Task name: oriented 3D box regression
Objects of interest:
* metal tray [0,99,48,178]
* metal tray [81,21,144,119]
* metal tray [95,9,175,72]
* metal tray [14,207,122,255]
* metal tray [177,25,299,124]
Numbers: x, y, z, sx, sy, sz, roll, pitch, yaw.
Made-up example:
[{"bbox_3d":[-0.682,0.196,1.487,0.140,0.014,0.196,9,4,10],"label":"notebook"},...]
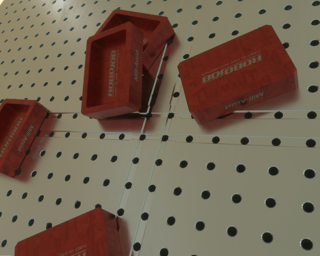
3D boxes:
[{"bbox_3d":[-0.259,0.013,0.529,0.090,0.030,0.130,5,64,30],"label":"metal tray"},{"bbox_3d":[-0.071,-0.084,0.464,0.090,0.030,0.129,-9,72,32],"label":"metal tray"},{"bbox_3d":[-0.052,-0.151,0.522,0.130,0.030,0.090,24,74,36],"label":"metal tray"},{"bbox_3d":[-0.110,0.160,0.363,0.130,0.030,0.090,-25,53,12],"label":"metal tray"},{"bbox_3d":[0.094,-0.069,0.397,0.130,0.030,0.090,-21,54,15],"label":"metal tray"}]
